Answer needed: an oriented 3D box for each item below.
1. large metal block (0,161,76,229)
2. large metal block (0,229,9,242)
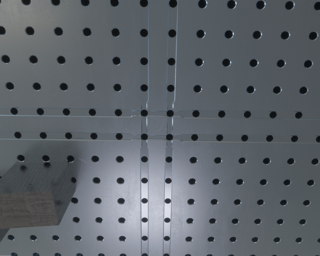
[{"bbox_3d":[-0.167,0.086,0.415,0.080,0.080,0.050,-4,110,1],"label":"large metal block"},{"bbox_3d":[-0.277,0.132,0.446,0.080,0.050,0.080,-3,110,1],"label":"large metal block"}]
